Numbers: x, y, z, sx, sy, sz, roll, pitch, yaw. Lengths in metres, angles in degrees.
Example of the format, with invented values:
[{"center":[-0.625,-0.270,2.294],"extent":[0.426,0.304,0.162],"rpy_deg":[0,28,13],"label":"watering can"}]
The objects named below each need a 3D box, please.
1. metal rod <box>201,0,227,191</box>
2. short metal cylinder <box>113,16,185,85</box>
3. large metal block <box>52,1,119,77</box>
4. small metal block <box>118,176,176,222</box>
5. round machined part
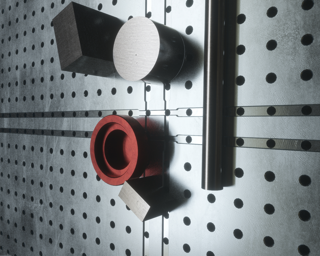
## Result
[{"center":[0.063,-0.079,0.355],"extent":[0.025,0.025,0.298],"rpy_deg":[2,91,39],"label":"metal rod"},{"center":[-0.015,-0.098,0.404],"extent":[0.080,0.050,0.079],"rpy_deg":[0,90,39],"label":"short metal cylinder"},{"center":[-0.103,-0.126,0.456],"extent":[0.050,0.081,0.080],"rpy_deg":[-21,77,38],"label":"large metal block"},{"center":[-0.017,0.091,0.405],"extent":[0.050,0.050,0.025],"rpy_deg":[39,114,32],"label":"small metal block"},{"center":[-0.051,0.030,0.439],"extent":[0.098,0.042,0.097],"rpy_deg":[0,90,39],"label":"round machined part"}]
